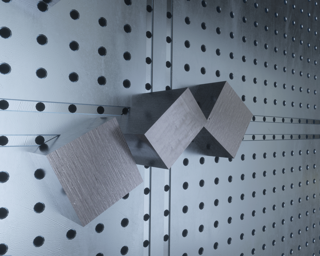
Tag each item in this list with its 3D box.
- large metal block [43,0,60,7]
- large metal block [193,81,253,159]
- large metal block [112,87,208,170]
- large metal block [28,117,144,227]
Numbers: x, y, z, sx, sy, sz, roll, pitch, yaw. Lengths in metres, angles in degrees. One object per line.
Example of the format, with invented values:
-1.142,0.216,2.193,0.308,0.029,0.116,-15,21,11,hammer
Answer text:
-0.114,-0.180,0.296,0.080,0.050,0.080,30,72,-36,large metal block
0.085,-0.011,0.463,0.080,0.050,0.080,43,64,-31,large metal block
-0.005,-0.001,0.368,0.080,0.080,0.050,-48,119,-29,large metal block
-0.076,0.042,0.329,0.080,0.050,0.080,-33,111,-35,large metal block
